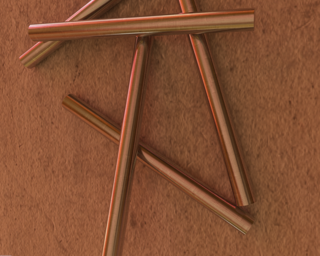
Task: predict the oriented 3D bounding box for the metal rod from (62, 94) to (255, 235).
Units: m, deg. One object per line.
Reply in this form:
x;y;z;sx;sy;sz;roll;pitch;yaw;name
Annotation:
-0.013;0.039;0.412;0.300;0.025;0.025;33;101;16;metal rod

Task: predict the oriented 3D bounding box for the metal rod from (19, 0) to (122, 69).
-0.083;-0.175;0.436;0.300;0.025;0.025;-30;81;17;metal rod

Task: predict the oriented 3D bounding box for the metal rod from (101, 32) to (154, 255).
-0.040;0.020;0.395;0.025;0.025;0.298;5;82;19;metal rod

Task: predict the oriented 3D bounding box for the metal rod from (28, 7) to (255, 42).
-0.037;-0.128;0.393;0.301;0.025;0.025;3;91;19;metal rod

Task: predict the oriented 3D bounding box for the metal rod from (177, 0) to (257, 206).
0.065;-0.053;0.385;0.025;0.025;0.298;-17;84;19;metal rod
